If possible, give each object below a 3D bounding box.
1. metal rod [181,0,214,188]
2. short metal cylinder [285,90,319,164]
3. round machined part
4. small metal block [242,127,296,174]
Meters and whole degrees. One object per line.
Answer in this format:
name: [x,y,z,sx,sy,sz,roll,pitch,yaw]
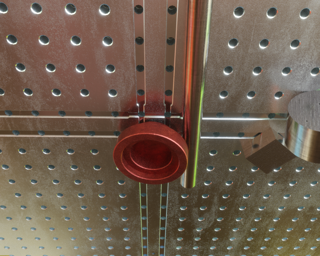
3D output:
metal rod: [0.042,-0.029,0.387,0.025,0.025,0.298,-1,130,0]
short metal cylinder: [0.196,-0.003,0.376,0.080,0.080,0.050,-8,130,6]
round machined part: [-0.011,0.030,0.421,0.099,0.042,0.097,3,131,4]
small metal block: [0.155,0.033,0.443,0.050,0.025,0.050,35,122,-26]
